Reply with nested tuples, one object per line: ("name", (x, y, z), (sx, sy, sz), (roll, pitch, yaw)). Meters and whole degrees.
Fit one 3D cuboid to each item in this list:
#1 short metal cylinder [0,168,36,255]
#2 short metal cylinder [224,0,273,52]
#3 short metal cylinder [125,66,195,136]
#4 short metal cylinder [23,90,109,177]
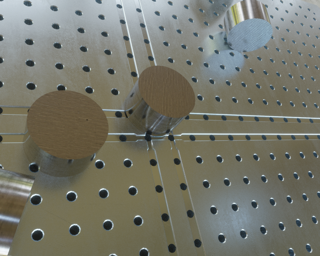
("short metal cylinder", (-0.141, 0.072, 0.253), (0.050, 0.080, 0.080), (19, 54, -17))
("short metal cylinder", (0.162, -0.188, 0.574), (0.081, 0.080, 0.050), (12, 57, -22))
("short metal cylinder", (0.000, -0.036, 0.413), (0.081, 0.050, 0.080), (14, 56, -21))
("short metal cylinder", (-0.102, 0.007, 0.333), (0.081, 0.050, 0.080), (14, 56, -21))
